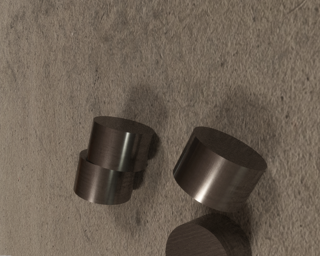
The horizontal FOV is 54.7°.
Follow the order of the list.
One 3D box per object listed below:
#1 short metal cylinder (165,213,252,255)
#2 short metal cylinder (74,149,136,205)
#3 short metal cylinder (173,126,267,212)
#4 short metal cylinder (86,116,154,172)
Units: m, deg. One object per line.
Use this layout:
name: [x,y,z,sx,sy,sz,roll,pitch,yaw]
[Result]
short metal cylinder: [0.053,0.140,0.343,0.080,0.050,0.079,0,90,39]
short metal cylinder: [-0.074,0.065,0.428,0.080,0.081,0.050,21,104,37]
short metal cylinder: [0.060,0.040,0.318,0.080,0.081,0.050,38,113,33]
short metal cylinder: [-0.052,0.019,0.410,0.080,0.081,0.050,22,104,37]
